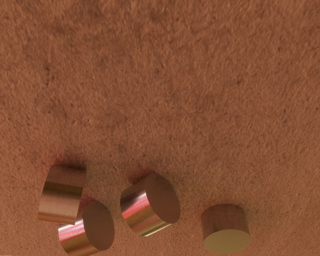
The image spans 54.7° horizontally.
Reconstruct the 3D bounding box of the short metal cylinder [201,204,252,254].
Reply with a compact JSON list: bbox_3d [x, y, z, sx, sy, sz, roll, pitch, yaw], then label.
[{"bbox_3d":[0.114,0.178,0.544,0.081,0.050,0.079,0,130,0],"label":"short metal cylinder"}]

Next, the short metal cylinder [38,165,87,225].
[{"bbox_3d":[-0.140,0.097,0.452,0.050,0.080,0.079,13,129,-11],"label":"short metal cylinder"}]

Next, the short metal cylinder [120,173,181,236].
[{"bbox_3d":[-0.014,0.116,0.470,0.050,0.080,0.080,-34,123,25],"label":"short metal cylinder"}]

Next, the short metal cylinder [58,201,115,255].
[{"bbox_3d":[-0.120,0.168,0.513,0.050,0.080,0.080,-25,126,19],"label":"short metal cylinder"}]
